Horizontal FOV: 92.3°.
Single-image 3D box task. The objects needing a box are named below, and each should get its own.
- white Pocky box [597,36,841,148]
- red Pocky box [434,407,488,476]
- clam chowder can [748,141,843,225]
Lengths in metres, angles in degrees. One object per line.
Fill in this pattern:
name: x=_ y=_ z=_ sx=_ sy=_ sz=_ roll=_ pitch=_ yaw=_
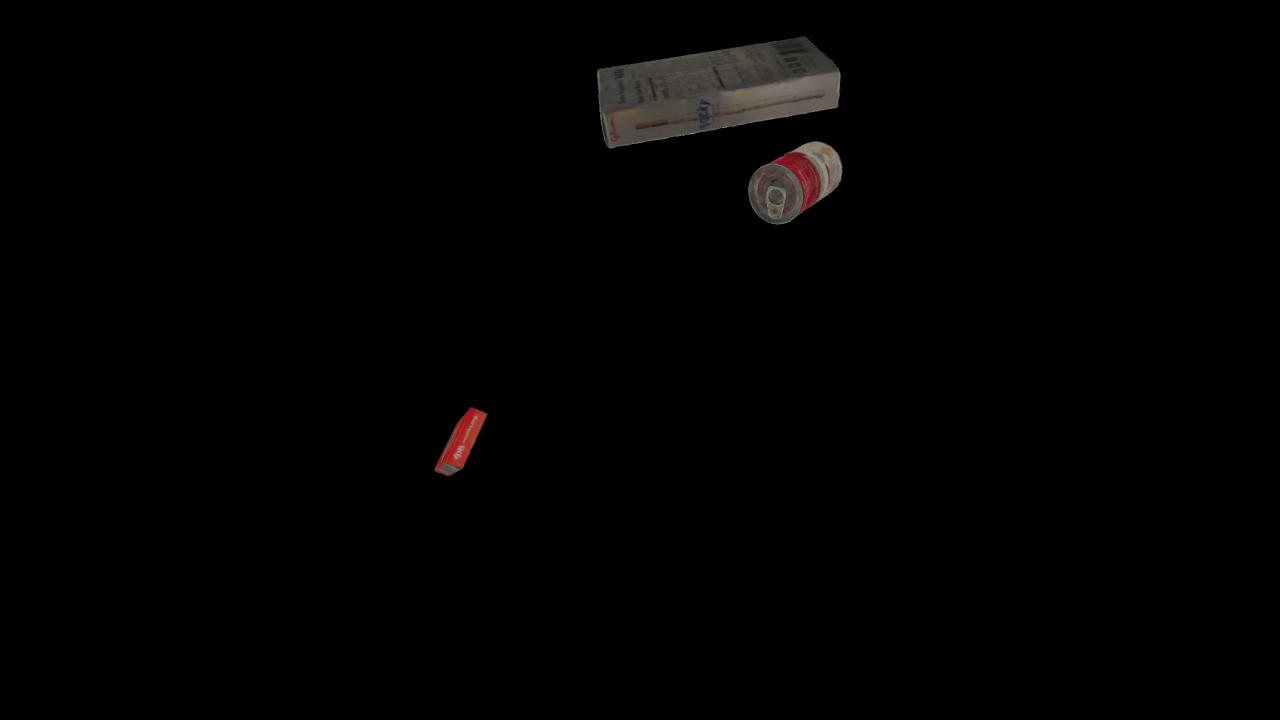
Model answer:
white Pocky box: x=0.049 y=-0.186 z=0.421 sx=0.154 sy=0.028 sz=0.084 roll=-9 pitch=43 yaw=2
red Pocky box: x=-0.257 y=0.119 z=0.876 sx=0.028 sy=0.083 sz=0.155 roll=28 pitch=-23 yaw=-15
clam chowder can: x=0.179 y=-0.204 z=0.701 sx=0.068 sy=0.068 sz=0.102 roll=0 pitch=28 yaw=47
